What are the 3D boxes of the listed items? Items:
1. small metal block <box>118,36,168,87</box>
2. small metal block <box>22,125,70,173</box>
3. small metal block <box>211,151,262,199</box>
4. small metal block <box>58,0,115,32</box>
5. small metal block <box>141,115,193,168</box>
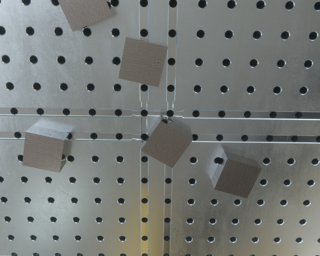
[{"bbox_3d":[-0.021,-0.082,0.383,0.050,0.025,0.050,12,110,-5],"label":"small metal block"},{"bbox_3d":[-0.155,0.029,0.423,0.050,0.025,0.050,12,110,-5],"label":"small metal block"},{"bbox_3d":[0.107,0.066,0.438,0.050,0.025,0.050,17,109,-6],"label":"small metal block"},{"bbox_3d":[-0.087,-0.146,0.359,0.050,0.025,0.050,-20,109,7],"label":"small metal block"},{"bbox_3d":[0.009,0.018,0.420,0.050,0.025,0.050,30,107,-11],"label":"small metal block"}]
